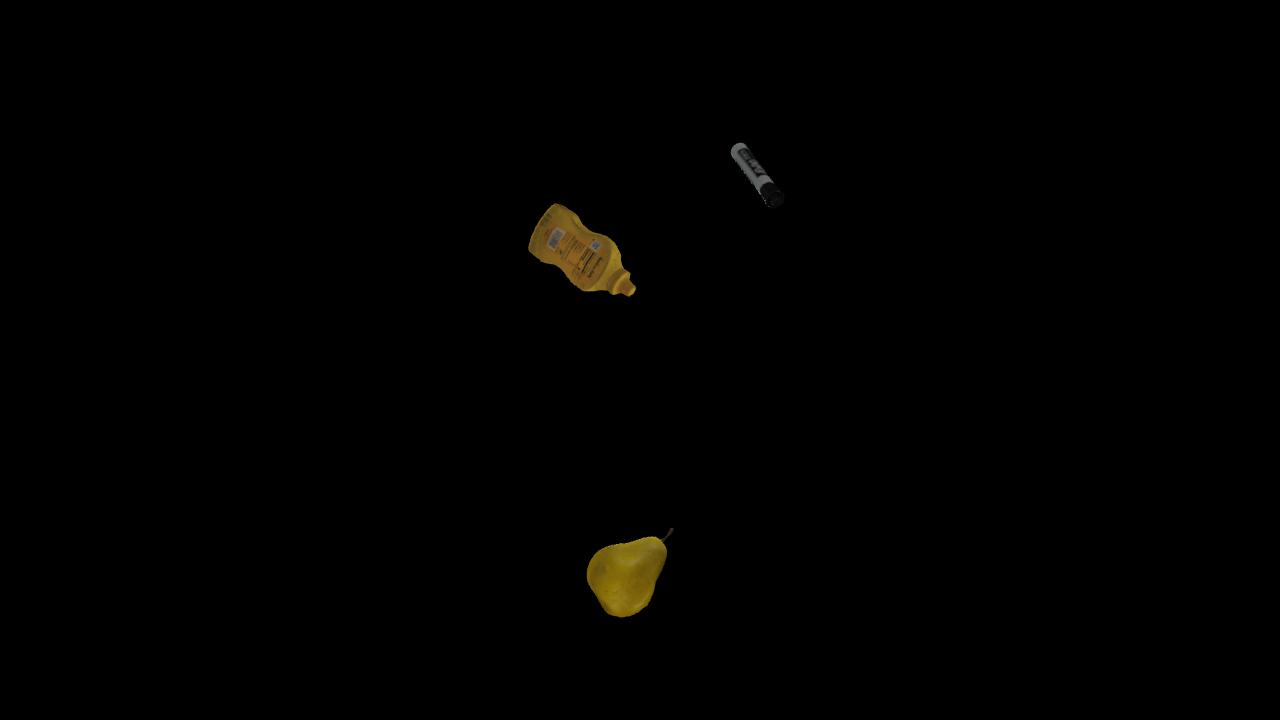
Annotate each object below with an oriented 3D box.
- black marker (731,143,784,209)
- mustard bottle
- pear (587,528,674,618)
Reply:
[{"bbox_3d":[0.120,-0.190,0.631,0.020,0.020,0.121,0,41,-14],"label":"black marker"},{"bbox_3d":[-0.080,-0.154,0.940,0.184,0.092,0.054,37,10,15],"label":"mustard bottle"},{"bbox_3d":[-0.003,0.233,0.692,0.111,0.080,0.080,-31,9,-15],"label":"pear"}]
